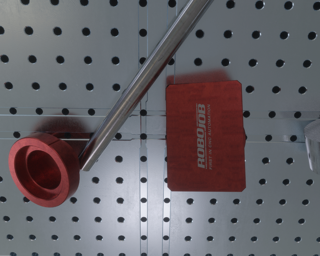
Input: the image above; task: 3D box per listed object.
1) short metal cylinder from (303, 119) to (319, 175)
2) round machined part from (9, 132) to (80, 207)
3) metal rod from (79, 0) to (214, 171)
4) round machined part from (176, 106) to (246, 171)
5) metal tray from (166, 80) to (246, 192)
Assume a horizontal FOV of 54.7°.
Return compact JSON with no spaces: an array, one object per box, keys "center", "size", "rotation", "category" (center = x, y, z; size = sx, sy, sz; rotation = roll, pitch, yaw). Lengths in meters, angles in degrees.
[{"center":[0.230,0.022,0.395],"size":[0.080,0.080,0.050],"rotation":[-16,109,6],"category":"short metal cylinder"},{"center":[-0.146,0.051,0.410],"size":[0.098,0.042,0.097],"rotation":[8,110,21],"category":"round machined part"},{"center":[-0.020,-0.062,0.390],"size":[0.025,0.025,0.299],"rotation":[34,106,-12],"category":"metal rod"},{"center":[0.065,0.019,0.412],"size":[0.099,0.042,0.097],"rotation":[0,110,0],"category":"round machined part"},{"center":[0.055,0.011,0.378],"size":[0.090,0.030,0.129],"rotation":[-2,84,12],"category":"metal tray"}]
